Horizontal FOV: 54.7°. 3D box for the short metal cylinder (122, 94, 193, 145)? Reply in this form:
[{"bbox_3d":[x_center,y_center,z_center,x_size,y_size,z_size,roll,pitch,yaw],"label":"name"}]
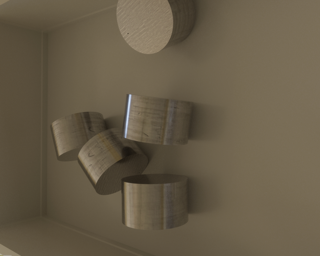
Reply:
[{"bbox_3d":[-0.003,-0.012,0.374,0.080,0.081,0.050,12,98,39],"label":"short metal cylinder"}]

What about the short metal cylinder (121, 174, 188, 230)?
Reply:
[{"bbox_3d":[-0.006,0.086,0.376,0.080,0.081,0.050,-1,89,40],"label":"short metal cylinder"}]

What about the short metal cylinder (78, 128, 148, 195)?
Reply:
[{"bbox_3d":[-0.064,0.046,0.424,0.050,0.081,0.080,49,119,28],"label":"short metal cylinder"}]

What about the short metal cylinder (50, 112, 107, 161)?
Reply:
[{"bbox_3d":[-0.120,0.014,0.470,0.080,0.081,0.050,-28,73,36],"label":"short metal cylinder"}]

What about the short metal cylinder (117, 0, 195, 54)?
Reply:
[{"bbox_3d":[-0.005,-0.136,0.376,0.080,0.050,0.079,18,124,28],"label":"short metal cylinder"}]
